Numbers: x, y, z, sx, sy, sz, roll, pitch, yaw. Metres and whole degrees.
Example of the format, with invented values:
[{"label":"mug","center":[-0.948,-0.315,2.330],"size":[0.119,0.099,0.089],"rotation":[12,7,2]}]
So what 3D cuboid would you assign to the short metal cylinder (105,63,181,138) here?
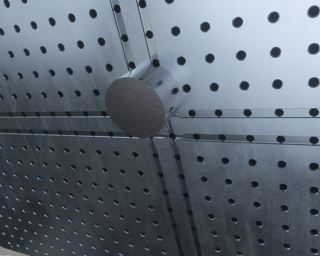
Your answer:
[{"label":"short metal cylinder","center":[-0.020,-0.034,0.385],"size":[0.080,0.050,0.080],"rotation":[13,124,21]}]
